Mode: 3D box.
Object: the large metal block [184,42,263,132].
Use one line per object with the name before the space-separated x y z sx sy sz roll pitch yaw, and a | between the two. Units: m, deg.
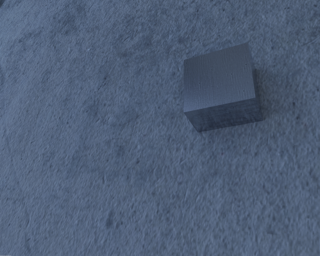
large metal block | 0.076 -0.047 0.378 0.080 0.050 0.080 -11 57 22
